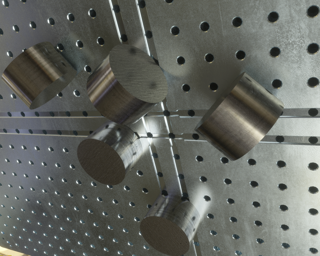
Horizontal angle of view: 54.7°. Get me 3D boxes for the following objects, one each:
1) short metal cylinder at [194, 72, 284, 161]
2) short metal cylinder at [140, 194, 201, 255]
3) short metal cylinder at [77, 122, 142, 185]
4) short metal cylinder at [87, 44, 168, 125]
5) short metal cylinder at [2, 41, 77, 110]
[{"bbox_3d":[0.081,-0.012,0.325,0.050,0.080,0.080,40,129,1],"label":"short metal cylinder"},{"bbox_3d":[0.016,0.149,0.479,0.080,0.050,0.079,13,124,21],"label":"short metal cylinder"},{"bbox_3d":[-0.073,0.037,0.457,0.080,0.050,0.079,13,125,21],"label":"short metal cylinder"},{"bbox_3d":[-0.038,-0.051,0.364,0.080,0.080,0.050,48,129,-6],"label":"short metal cylinder"},{"bbox_3d":[-0.160,-0.070,0.417,0.050,0.080,0.080,48,129,-6],"label":"short metal cylinder"}]
